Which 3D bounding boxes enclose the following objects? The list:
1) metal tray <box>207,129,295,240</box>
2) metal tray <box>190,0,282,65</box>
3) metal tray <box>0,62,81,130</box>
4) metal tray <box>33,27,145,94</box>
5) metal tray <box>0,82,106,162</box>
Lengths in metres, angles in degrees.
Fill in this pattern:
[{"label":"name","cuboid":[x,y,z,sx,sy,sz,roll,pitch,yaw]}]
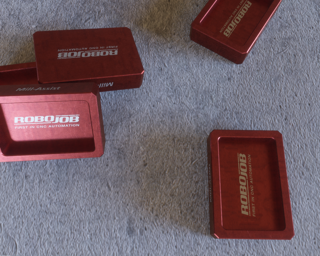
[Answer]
[{"label":"metal tray","cuboid":[0.107,0.068,0.381,0.091,0.030,0.130,1,70,0]},{"label":"metal tray","cuboid":[0.116,-0.169,0.467,0.090,0.030,0.130,31,73,10]},{"label":"metal tray","cuboid":[-0.167,-0.044,0.419,0.131,0.030,0.090,-8,70,-3]},{"label":"metal tray","cuboid":[-0.095,-0.091,0.415,0.131,0.030,0.090,-9,60,-17]},{"label":"metal tray","cuboid":[-0.137,-0.006,0.372,0.131,0.089,0.030,-3,32,-4]}]
